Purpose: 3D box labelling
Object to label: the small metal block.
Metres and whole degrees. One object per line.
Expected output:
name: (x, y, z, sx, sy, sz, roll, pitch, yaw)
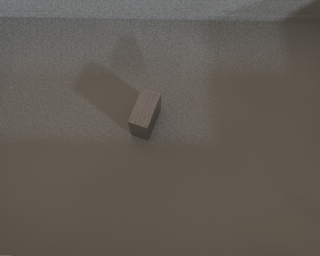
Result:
small metal block: (-0.019, -0.017, 0.402, 0.025, 0.050, 0.050, 19, 71, 6)
